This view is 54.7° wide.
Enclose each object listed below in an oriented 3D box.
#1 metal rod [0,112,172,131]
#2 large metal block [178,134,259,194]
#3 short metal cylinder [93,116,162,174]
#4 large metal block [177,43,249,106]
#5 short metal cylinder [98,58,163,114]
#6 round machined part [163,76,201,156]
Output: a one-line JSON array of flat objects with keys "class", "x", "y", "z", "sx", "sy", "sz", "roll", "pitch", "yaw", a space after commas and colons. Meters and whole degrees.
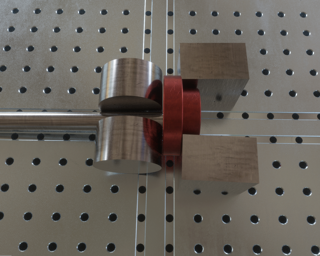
[{"class": "metal rod", "x": -0.120, "y": -0.009, "z": 0.402, "sx": 0.302, "sy": 0.025, "sz": 0.025, "roll": 0, "pitch": 70, "yaw": 4}, {"class": "large metal block", "x": 0.064, "y": 0.045, "z": 0.367, "sx": 0.080, "sy": 0.080, "sz": 0.050, "roll": 3, "pitch": 70, "yaw": 1}, {"class": "short metal cylinder", "x": -0.038, "y": 0.023, "z": 0.373, "sx": 0.080, "sy": 0.080, "sz": 0.050, "roll": 1, "pitch": 71, "yaw": 0}, {"class": "large metal block", "x": 0.065, "y": -0.067, "z": 0.408, "sx": 0.081, "sy": 0.080, "sz": 0.050, "roll": 0, "pitch": 70, "yaw": 0}, {"class": "short metal cylinder", "x": -0.037, "y": -0.047, "z": 0.400, "sx": 0.080, "sy": 0.080, "sz": 0.050, "roll": 1, "pitch": 71, "yaw": 0}, {"class": "round machined part", "x": 0.025, "y": -0.015, "z": 0.378, "sx": 0.042, "sy": 0.098, "sz": 0.098, "roll": 1, "pitch": 70, "yaw": 0}]
